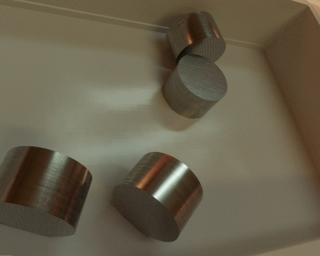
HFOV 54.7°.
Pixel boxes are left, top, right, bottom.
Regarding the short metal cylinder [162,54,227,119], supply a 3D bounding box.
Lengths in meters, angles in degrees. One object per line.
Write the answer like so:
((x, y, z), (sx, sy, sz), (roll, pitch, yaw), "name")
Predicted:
((0.050, -0.060, 0.453), (0.081, 0.050, 0.080), (14, 56, -21), "short metal cylinder")

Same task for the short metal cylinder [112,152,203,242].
((-0.002, 0.072, 0.325), (0.080, 0.080, 0.050), (43, 51, 1), "short metal cylinder")

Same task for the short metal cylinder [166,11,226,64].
((0.055, -0.133, 0.481), (0.081, 0.080, 0.050), (-5, 64, -30), "short metal cylinder")

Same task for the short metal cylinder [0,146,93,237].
((-0.107, 0.059, 0.277), (0.080, 0.080, 0.050), (22, 54, -15), "short metal cylinder")
